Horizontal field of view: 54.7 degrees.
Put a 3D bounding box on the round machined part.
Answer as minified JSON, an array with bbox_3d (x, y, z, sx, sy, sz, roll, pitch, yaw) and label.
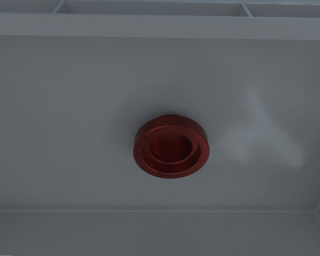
[{"bbox_3d":[0.015,0.021,0.416,0.099,0.042,0.097,-1,130,0],"label":"round machined part"}]
